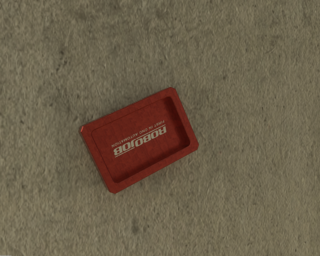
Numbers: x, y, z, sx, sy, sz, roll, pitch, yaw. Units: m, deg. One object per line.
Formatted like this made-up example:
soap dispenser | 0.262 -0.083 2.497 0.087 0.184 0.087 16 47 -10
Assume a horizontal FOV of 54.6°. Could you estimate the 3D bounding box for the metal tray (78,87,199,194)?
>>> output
metal tray | -0.025 0.013 0.396 0.131 0.030 0.090 -26 99 -18
